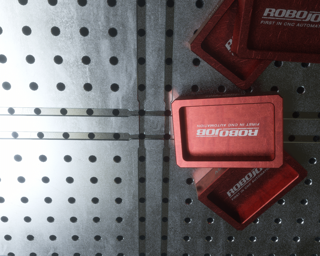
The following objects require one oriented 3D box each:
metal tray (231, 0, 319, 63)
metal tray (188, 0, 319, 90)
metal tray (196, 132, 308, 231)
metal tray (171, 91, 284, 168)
[{"bbox_3d":[0.150,-0.119,0.336,0.131,0.030,0.089,3,110,-2],"label":"metal tray"},{"bbox_3d":[0.108,-0.122,0.367,0.090,0.030,0.129,35,106,-13],"label":"metal tray"},{"bbox_3d":[0.127,0.075,0.440,0.090,0.030,0.130,40,105,-14],"label":"metal tray"},{"bbox_3d":[0.084,0.003,0.390,0.130,0.030,0.089,-2,103,15],"label":"metal tray"}]
